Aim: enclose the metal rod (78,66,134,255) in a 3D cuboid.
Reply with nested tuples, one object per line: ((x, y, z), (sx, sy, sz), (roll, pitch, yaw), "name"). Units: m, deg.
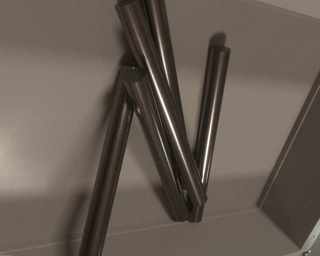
((-0.064, 0.079, 0.346), (0.025, 0.025, 0.298), (14, 86, -35), "metal rod")

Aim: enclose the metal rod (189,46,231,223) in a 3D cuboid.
((0.069, 0.028, 0.465), (0.025, 0.025, 0.298), (-11, 123, -23), "metal rod")

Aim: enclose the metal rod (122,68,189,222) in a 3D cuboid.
((0.006, 0.047, 0.417), (0.025, 0.025, 0.299), (-28, 136, -11), "metal rod")

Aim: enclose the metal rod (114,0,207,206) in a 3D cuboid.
((0.013, -0.007, 0.384), (0.025, 0.025, 0.299), (-29, 125, -10), "metal rod")

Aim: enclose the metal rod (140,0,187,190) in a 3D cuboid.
((0.016, -0.029, 0.400), (0.025, 0.025, 0.298), (-24, 127, -15), "metal rod")
